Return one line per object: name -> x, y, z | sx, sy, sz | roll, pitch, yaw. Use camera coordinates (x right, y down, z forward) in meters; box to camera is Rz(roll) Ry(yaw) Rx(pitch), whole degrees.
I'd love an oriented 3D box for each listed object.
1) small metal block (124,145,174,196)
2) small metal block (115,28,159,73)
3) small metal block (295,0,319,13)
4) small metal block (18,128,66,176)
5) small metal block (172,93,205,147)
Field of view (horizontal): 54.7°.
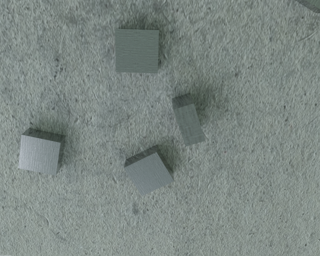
small metal block -> -0.015, 0.059, 0.431 | 0.050, 0.025, 0.050 | -27, 108, 9
small metal block -> -0.027, -0.094, 0.375 | 0.050, 0.025, 0.050 | 1, 110, -1
small metal block -> 0.178, -0.166, 0.350 | 0.050, 0.025, 0.050 | 27, 108, -10
small metal block -> -0.160, 0.032, 0.420 | 0.050, 0.025, 0.050 | 12, 110, -5
small metal block -> 0.035, -0.012, 0.392 | 0.025, 0.050, 0.050 | -17, 109, 6
